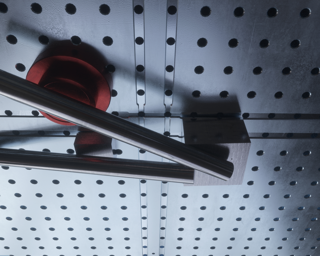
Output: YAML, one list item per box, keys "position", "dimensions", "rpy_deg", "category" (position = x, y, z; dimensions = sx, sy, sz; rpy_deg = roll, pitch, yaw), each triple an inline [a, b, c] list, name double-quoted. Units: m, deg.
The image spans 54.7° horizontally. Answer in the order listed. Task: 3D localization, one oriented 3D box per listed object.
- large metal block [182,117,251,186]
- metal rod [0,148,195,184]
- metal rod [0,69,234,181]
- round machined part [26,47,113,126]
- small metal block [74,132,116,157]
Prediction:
- position: [0.072, 0.033, 0.421]
  dimensions: [0.081, 0.050, 0.079]
  rpy_deg: [-2, 130, 1]
  category: "large metal block"
- position: [-0.105, 0.049, 0.415]
  dimensions: [0.301, 0.025, 0.025]
  rpy_deg: [4, 131, 10]
  category: "metal rod"
- position: [-0.050, -0.001, 0.347]
  dimensions: [0.302, 0.025, 0.025]
  rpy_deg: [22, 127, -15]
  category: "metal rod"
- position: [-0.107, -0.041, 0.363]
  dimensions: [0.099, 0.042, 0.097]
  rpy_deg: [-1, 130, 0]
  category: "round machined part"
- position: [-0.090, 0.032, 0.438]
  dimensions: [0.050, 0.025, 0.050]
  rpy_deg: [0, 130, 0]
  category: "small metal block"
